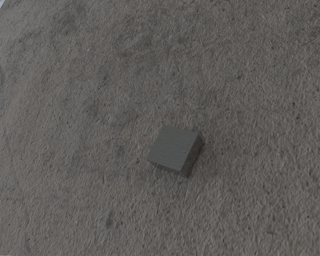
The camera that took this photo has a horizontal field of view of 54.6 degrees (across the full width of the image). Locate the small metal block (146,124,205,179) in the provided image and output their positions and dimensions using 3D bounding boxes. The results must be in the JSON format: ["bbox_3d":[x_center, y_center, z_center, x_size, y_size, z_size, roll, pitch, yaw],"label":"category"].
[{"bbox_3d":[0.019,0.028,0.378,0.050,0.025,0.050,15,70,34],"label":"small metal block"}]
